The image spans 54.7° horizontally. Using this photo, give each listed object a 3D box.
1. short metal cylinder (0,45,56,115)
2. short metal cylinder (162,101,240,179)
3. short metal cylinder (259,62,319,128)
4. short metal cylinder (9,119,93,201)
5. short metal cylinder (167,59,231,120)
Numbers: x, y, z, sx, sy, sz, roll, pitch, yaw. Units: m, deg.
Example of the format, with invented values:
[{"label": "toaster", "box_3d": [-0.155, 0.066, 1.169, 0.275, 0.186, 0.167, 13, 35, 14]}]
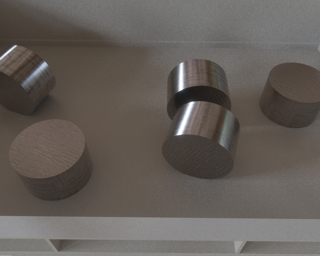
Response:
[{"label": "short metal cylinder", "box_3d": [-0.192, -0.064, 0.421, 0.080, 0.080, 0.050, 17, 52, 13]}, {"label": "short metal cylinder", "box_3d": [0.048, 0.015, 0.357, 0.080, 0.080, 0.050, 14, 51, 11]}, {"label": "short metal cylinder", "box_3d": [0.185, -0.046, 0.430, 0.081, 0.050, 0.080, 0, 50, 0]}, {"label": "short metal cylinder", "box_3d": [-0.123, 0.036, 0.357, 0.081, 0.050, 0.080, 0, 50, 0]}, {"label": "short metal cylinder", "box_3d": [0.050, -0.043, 0.406, 0.081, 0.080, 0.050, 1, 50, 0]}]
